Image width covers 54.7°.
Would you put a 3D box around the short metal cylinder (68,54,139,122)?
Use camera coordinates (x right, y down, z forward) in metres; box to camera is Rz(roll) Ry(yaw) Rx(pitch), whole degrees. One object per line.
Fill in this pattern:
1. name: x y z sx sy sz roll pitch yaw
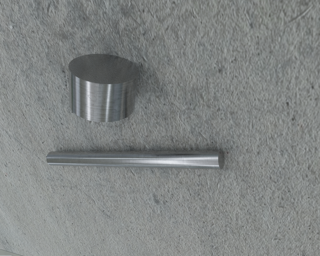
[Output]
1. short metal cylinder: -0.068 -0.050 0.375 0.080 0.080 0.050 21 126 15

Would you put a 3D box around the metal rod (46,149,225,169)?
1. metal rod: -0.054 0.046 0.461 0.300 0.025 0.025 -3 117 29
